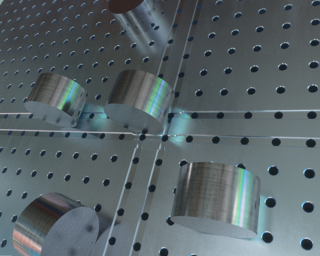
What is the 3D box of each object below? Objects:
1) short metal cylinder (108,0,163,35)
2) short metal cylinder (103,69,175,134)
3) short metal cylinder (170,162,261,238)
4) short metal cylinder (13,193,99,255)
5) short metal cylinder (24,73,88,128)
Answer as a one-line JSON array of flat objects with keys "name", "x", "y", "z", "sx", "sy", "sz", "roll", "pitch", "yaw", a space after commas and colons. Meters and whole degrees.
[{"name": "short metal cylinder", "x": -0.042, "y": -0.210, "z": 0.542, "sx": 0.080, "sy": 0.050, "sz": 0.080, "roll": -13, "pitch": 56, "yaw": 20}, {"name": "short metal cylinder", "x": -0.026, "y": -0.032, "z": 0.405, "sx": 0.080, "sy": 0.080, "sz": 0.050, "roll": 6, "pitch": 65, "yaw": 30}, {"name": "short metal cylinder", "x": 0.054, "y": 0.071, "z": 0.300, "sx": 0.080, "sy": 0.080, "sz": 0.050, "roll": -1, "pitch": 62, "yaw": 27}, {"name": "short metal cylinder", "x": -0.118, "y": 0.121, "z": 0.359, "sx": 0.050, "sy": 0.080, "sz": 0.080, "roll": 14, "pitch": 69, "yaw": 33}, {"name": "short metal cylinder", "x": -0.159, "y": -0.041, "z": 0.479, "sx": 0.080, "sy": 0.080, "sz": 0.050, "roll": 3, "pitch": 63, "yaw": 29}]
